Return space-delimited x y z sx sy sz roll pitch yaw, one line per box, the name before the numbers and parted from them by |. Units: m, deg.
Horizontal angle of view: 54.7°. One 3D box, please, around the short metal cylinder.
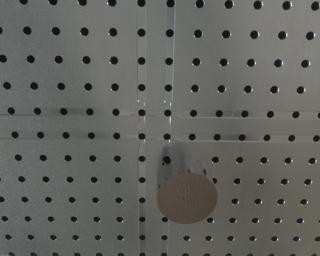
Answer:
short metal cylinder | 0.036 0.085 0.432 0.081 0.050 0.079 0 110 -1
